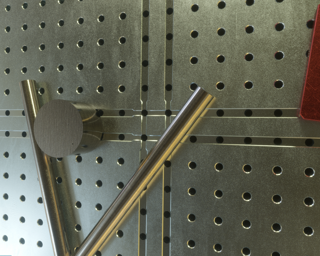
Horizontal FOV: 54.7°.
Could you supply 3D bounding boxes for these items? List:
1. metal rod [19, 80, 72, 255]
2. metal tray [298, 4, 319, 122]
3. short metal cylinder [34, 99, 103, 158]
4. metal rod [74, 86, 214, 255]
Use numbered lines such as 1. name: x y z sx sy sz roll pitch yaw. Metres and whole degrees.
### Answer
1. metal rod: -0.172 0.073 0.471 0.025 0.025 0.298 -15 85 19
2. metal tray: 0.209 -0.067 0.337 0.090 0.030 0.129 9 93 19
3. short metal cylinder: -0.130 0.001 0.444 0.080 0.050 0.079 0 90 19
4. metal rod: -0.028 0.072 0.421 0.025 0.025 0.299 39 102 15
